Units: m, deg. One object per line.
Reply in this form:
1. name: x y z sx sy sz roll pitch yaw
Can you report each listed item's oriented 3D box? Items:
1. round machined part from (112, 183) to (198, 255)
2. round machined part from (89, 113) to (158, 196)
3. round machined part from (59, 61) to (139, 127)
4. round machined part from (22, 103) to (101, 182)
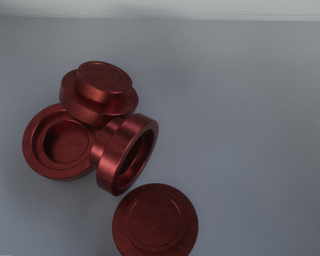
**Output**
1. round machined part: -0.006 0.109 0.352 0.099 0.042 0.098 0 60 0
2. round machined part: -0.045 0.026 0.361 0.042 0.098 0.098 27 72 16
3. round machined part: -0.073 -0.049 0.391 0.099 0.042 0.098 17 36 -13
4. round machined part: -0.116 0.020 0.392 0.099 0.042 0.098 0 70 0
